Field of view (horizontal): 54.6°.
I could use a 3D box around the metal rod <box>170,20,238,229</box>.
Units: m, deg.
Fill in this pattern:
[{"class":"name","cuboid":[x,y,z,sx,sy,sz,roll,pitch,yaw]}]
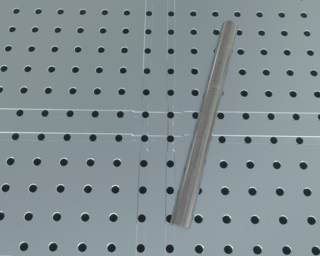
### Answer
[{"class":"metal rod","cuboid":[0.065,-0.019,0.418,0.025,0.025,0.300,15,71,5]}]
